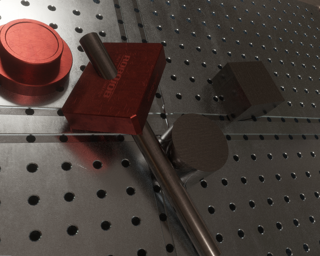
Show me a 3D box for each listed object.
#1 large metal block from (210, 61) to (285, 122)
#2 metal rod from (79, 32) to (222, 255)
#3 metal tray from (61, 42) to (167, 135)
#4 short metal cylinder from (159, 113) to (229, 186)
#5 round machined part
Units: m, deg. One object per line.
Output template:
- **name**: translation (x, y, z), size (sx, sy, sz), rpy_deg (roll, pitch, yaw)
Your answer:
- **large metal block**: translation (0.143, -0.062, 0.509), size (0.081, 0.050, 0.080), rpy_deg (-10, 67, -33)
- **metal rod**: translation (-0.015, 0.017, 0.369), size (0.025, 0.025, 0.299), rpy_deg (-25, 82, -37)
- **metal tray**: translation (-0.051, -0.054, 0.381), size (0.090, 0.030, 0.130), rpy_deg (5, 52, 16)
- **short metal cylinder**: translation (0.040, 0.028, 0.398), size (0.081, 0.050, 0.080), rpy_deg (14, 56, -21)
- **round machined part**: translation (-0.154, -0.091, 0.370), size (0.099, 0.042, 0.098), rpy_deg (14, 56, -21)
